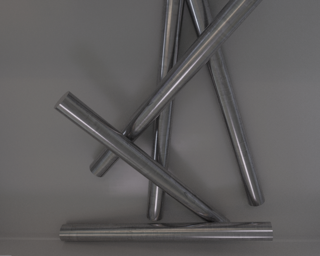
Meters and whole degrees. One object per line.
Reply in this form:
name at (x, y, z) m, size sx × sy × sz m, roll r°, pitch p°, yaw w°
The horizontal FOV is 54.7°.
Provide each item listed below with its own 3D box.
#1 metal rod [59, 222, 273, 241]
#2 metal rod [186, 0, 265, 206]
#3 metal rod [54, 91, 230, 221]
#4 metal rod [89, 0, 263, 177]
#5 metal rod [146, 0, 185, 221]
metal rod at (0.002, 0.149, 0.444) m, size 0.301 × 0.025 × 0.025 m, roll -3°, pitch 110°, yaw 9°
metal rod at (0.089, -0.025, 0.402) m, size 0.025 × 0.025 × 0.299 m, roll -19°, pitch 109°, yaw 7°
metal rod at (-0.006, 0.058, 0.402) m, size 0.025 × 0.025 × 0.300 m, roll -42°, pitch 116°, yaw 14°
metal rod at (0.004, -0.040, 0.368) m, size 0.025 × 0.025 × 0.299 m, roll 37°, pitch 116°, yaw -13°
metal rod at (0.004, -0.009, 0.407) m, size 0.025 × 0.025 × 0.298 m, roll 4°, pitch 110°, yaw -2°
